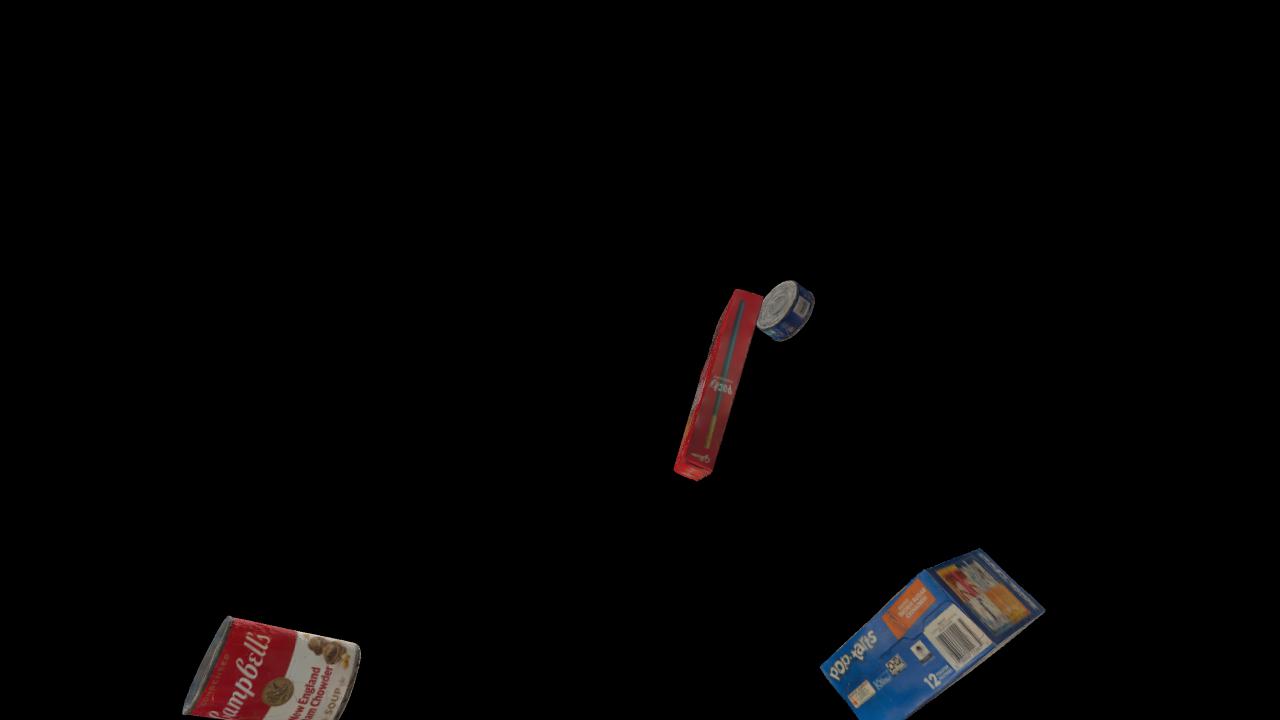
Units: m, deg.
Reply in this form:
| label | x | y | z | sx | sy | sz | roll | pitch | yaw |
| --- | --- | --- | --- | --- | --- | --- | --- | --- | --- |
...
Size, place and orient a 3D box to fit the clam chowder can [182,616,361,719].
| label | x | y | z | sx | sy | sz | roll | pitch | yaw |
| --- | --- | --- | --- | --- | --- | --- | --- | --- | --- |
| clam chowder can | -0.282 | 0.246 | 0.479 | 0.102 | 0.068 | 0.068 | 29 | -14 | -28 |

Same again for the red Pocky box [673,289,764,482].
| label | x | y | z | sx | sy | sz | roll | pitch | yaw |
| --- | --- | --- | --- | --- | --- | --- | --- | --- | --- |
| red Pocky box | 0.065 | 0.023 | 0.525 | 0.028 | 0.155 | 0.083 | 18 | -16 | 2 |

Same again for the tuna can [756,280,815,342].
| label | x | y | z | sx | sy | sz | roll | pitch | yaw |
| --- | --- | --- | --- | --- | --- | --- | --- | --- | --- |
| tuna can | 0.202 | -0.070 | 0.863 | 0.034 | 0.084 | 0.084 | 31 | -12 | -21 |

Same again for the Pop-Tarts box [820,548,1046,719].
| label | x | y | z | sx | sy | sz | roll | pitch | yaw |
| --- | --- | --- | --- | --- | --- | --- | --- | --- | --- |
| Pop-Tarts box | 0.292 | 0.281 | 0.620 | 0.141 | 0.167 | 0.083 | 4 | 37 | -41 |
